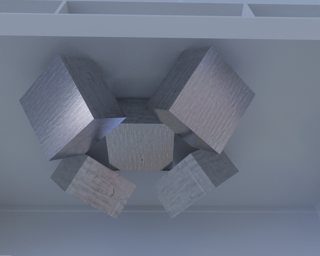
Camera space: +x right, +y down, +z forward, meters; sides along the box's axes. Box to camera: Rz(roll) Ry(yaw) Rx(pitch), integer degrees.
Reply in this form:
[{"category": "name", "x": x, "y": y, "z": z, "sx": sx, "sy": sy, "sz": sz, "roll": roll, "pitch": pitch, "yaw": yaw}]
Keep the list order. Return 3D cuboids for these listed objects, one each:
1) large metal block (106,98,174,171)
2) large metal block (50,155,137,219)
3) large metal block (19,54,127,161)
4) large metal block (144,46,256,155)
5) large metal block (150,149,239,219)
[{"category": "large metal block", "x": -0.024, "y": 0.009, "z": 0.397, "sx": 0.081, "sy": 0.050, "sz": 0.079, "roll": 0, "pitch": 130, "yaw": -1}, {"category": "large metal block", "x": -0.093, "y": 0.074, "z": 0.425, "sx": 0.080, "sy": 0.050, "sz": 0.080, "roll": 38, "pitch": 165, "yaw": -28}, {"category": "large metal block", "x": -0.097, "y": -0.021, "z": 0.341, "sx": 0.080, "sy": 0.080, "sz": 0.050, "roll": -38, "pitch": 164, "yaw": 27}, {"category": "large metal block", "x": 0.045, "y": -0.030, "z": 0.338, "sx": 0.080, "sy": 0.050, "sz": 0.080, "roll": 39, "pitch": 76, "yaw": -28}, {"category": "large metal block", "x": 0.048, "y": 0.069, "z": 0.421, "sx": 0.080, "sy": 0.050, "sz": 0.081, "roll": -44, "pitch": 163, "yaw": 30}]
